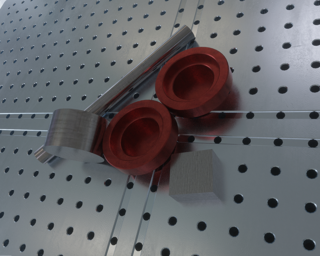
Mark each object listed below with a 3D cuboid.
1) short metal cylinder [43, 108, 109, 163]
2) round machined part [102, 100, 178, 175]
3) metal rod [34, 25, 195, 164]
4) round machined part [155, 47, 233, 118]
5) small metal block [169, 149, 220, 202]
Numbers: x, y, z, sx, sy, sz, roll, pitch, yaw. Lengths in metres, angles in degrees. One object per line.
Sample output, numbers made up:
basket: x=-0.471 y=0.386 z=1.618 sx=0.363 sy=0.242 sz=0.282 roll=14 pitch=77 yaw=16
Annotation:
short metal cylinder: x=-0.110 y=0.013 z=0.420 sx=0.080 sy=0.080 sz=0.050 roll=-2 pitch=68 yaw=27
round machined part: x=-0.021 y=0.015 z=0.397 sx=0.098 sy=0.042 sz=0.098 roll=-15 pitch=54 yaw=22
metal rod: x=-0.069 y=-0.051 z=0.475 sx=0.300 sy=0.025 sz=0.025 roll=-40 pitch=51 yaw=0
round machined part: x=0.047 y=-0.055 z=0.407 sx=0.098 sy=0.042 sz=0.098 roll=-13 pitch=56 yaw=21
small metal block: x=0.039 y=0.055 z=0.354 sx=0.050 sy=0.025 sz=0.050 roll=-9 pitch=58 yaw=23
